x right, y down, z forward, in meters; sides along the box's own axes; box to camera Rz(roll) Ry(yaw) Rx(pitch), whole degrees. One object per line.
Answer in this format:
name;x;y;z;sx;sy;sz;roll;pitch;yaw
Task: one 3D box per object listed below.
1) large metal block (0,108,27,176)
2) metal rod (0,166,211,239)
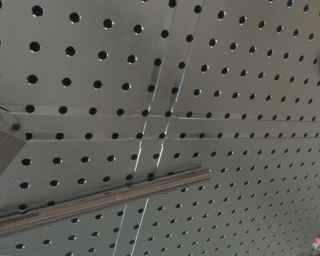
large metal block;-0.192;0.015;0.300;0.080;0.050;0.080;35;99;-39
metal rod;-0.062;0.099;0.440;0.303;0.025;0.025;-10;123;-23
